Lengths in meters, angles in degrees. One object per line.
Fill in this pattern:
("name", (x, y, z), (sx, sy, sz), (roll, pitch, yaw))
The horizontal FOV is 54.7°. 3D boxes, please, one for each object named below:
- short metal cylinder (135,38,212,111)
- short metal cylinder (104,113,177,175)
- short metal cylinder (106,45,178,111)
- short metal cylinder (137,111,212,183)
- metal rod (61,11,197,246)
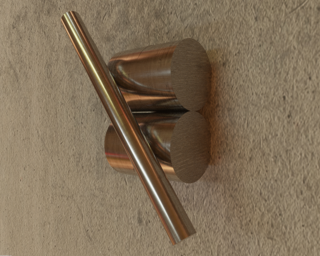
("short metal cylinder", (0.017, -0.059, 0.357), (0.050, 0.081, 0.079), (1, 91, 40))
("short metal cylinder", (-0.022, 0.021, 0.389), (0.050, 0.081, 0.079), (1, 91, 40))
("short metal cylinder", (-0.021, -0.060, 0.389), (0.050, 0.081, 0.079), (1, 91, 40))
("short metal cylinder", (0.017, 0.021, 0.357), (0.050, 0.081, 0.079), (1, 91, 40))
("metal rod", (-0.046, -0.019, 0.340), (0.025, 0.025, 0.299), (-44, 64, 31))
